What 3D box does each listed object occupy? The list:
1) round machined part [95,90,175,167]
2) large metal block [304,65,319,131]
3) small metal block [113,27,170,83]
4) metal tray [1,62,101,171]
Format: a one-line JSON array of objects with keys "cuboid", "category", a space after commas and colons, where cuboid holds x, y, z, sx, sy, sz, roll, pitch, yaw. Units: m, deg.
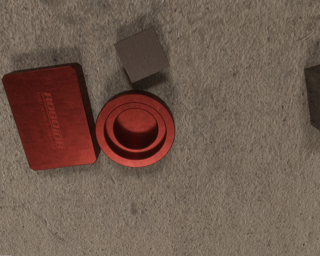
[{"cuboid": [-0.031, -0.002, 0.400, 0.099, 0.042, 0.097, 0, 110, -1], "category": "round machined part"}, {"cuboid": [0.235, -0.042, 0.384, 0.080, 0.050, 0.080, -15, 110, 5], "category": "large metal block"}, {"cuboid": [-0.021, -0.090, 0.377, 0.050, 0.025, 0.050, -23, 109, 7], "category": "small metal block"}, {"cuboid": [-0.136, -0.013, 0.400, 0.091, 0.030, 0.129, -8, 110, 2], "category": "metal tray"}]
